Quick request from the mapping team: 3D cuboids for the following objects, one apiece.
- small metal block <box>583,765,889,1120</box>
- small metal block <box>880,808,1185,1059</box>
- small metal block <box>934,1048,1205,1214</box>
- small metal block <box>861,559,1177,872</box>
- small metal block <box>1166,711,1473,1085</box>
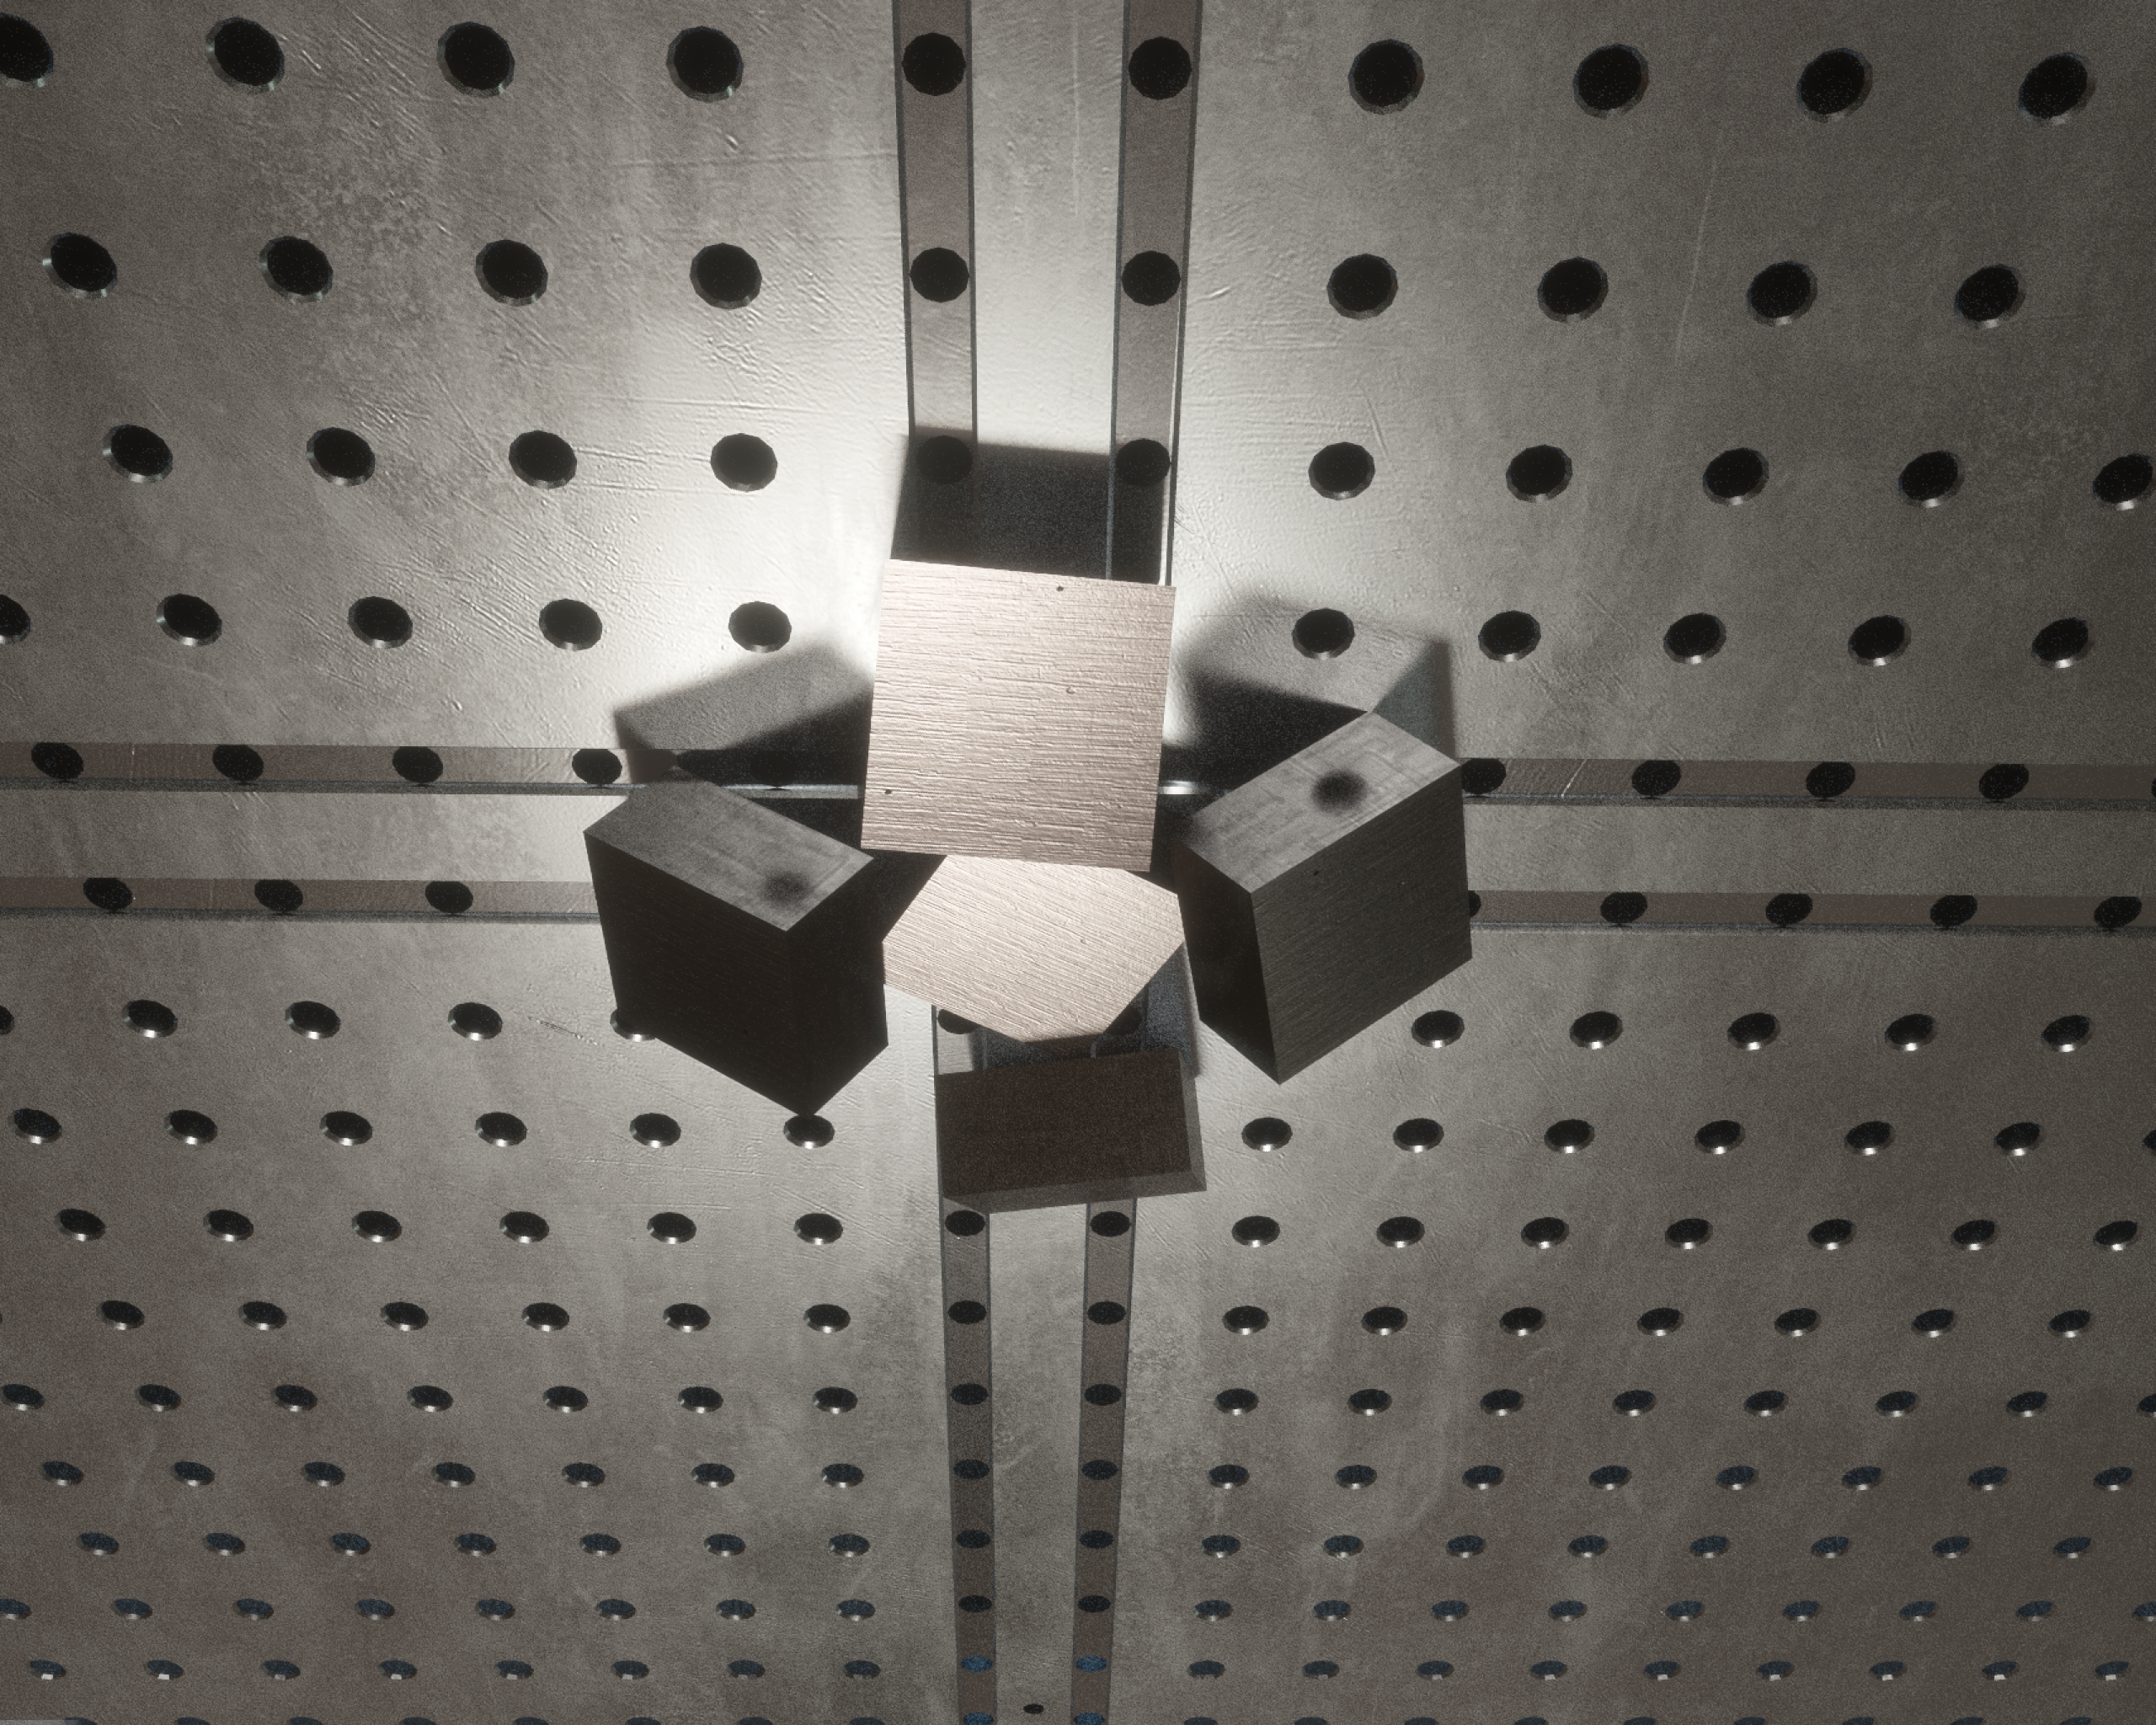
[{"bbox_3d":[-0.066,0.016,0.409,0.050,0.025,0.050,24,136,25],"label":"small metal block"},{"bbox_3d":[-0.009,0.008,0.417,0.050,0.025,0.050,25,126,-20],"label":"small metal block"},{"bbox_3d":[0.000,0.058,0.445,0.050,0.025,0.050,-7,166,5],"label":"small metal block"},{"bbox_3d":[-0.011,-0.026,0.373,0.050,0.025,0.050,5,94,-4],"label":"small metal block"},{"bbox_3d":[0.048,0.007,0.402,0.050,0.025,0.050,-30,133,-21],"label":"small metal block"}]
